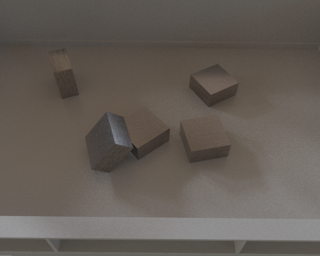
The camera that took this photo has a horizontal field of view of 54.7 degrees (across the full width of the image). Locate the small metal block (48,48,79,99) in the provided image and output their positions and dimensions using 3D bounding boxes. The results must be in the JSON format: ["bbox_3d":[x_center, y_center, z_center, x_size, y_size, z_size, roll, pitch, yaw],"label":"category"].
[{"bbox_3d":[-0.141,-0.080,0.454,0.025,0.050,0.050,-16,52,-13],"label":"small metal block"}]

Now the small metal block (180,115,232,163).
[{"bbox_3d":[0.056,0.013,0.395,0.050,0.025,0.050,-9,51,-8],"label":"small metal block"}]

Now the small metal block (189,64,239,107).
[{"bbox_3d":[0.079,-0.064,0.460,0.050,0.025,0.050,-24,54,-20],"label":"small metal block"}]

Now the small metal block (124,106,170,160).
[{"bbox_3d":[-0.023,0.006,0.400,0.050,0.025,0.050,-32,57,-24],"label":"small metal block"}]

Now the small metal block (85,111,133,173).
[{"bbox_3d":[-0.062,0.017,0.371,0.025,0.050,0.050,19,37,-40],"label":"small metal block"}]
